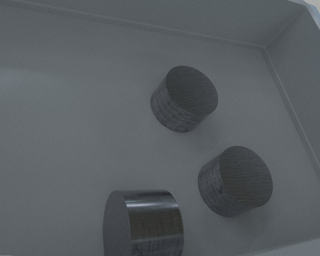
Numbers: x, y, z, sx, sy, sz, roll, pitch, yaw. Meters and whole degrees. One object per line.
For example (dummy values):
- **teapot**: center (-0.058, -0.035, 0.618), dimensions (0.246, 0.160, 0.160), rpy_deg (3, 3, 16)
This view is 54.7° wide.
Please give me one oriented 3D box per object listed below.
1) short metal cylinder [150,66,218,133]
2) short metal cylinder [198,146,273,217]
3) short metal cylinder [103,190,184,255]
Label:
- **short metal cylinder**: center (0.034, -0.040, 0.434), dimensions (0.081, 0.050, 0.080), rpy_deg (14, 56, -21)
- **short metal cylinder**: center (0.097, 0.070, 0.401), dimensions (0.081, 0.050, 0.080), rpy_deg (14, 56, -21)
- **short metal cylinder**: center (-0.019, 0.101, 0.300), dimensions (0.050, 0.080, 0.080), rpy_deg (5, 60, -26)
